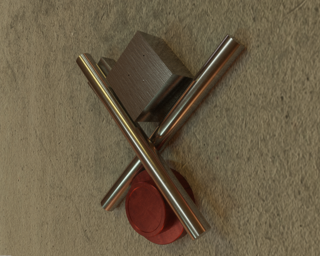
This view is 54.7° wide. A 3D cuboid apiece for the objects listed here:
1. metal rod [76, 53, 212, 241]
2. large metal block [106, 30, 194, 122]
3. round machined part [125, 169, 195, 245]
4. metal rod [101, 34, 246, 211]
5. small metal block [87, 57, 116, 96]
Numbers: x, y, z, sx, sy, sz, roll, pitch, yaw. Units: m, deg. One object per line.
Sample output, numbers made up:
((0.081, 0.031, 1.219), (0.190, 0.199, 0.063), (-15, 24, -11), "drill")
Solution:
((-0.034, 0.006, 0.399), (0.025, 0.025, 0.300), (-51, 61, 28), "metal rod")
((-0.014, -0.064, 0.401), (0.080, 0.050, 0.080), (-49, 61, 28), "large metal block")
((-0.006, 0.101, 0.398), (0.098, 0.042, 0.097), (0, 90, 39), "round machined part")
((0.002, 0.010, 0.405), (0.025, 0.025, 0.298), (52, 120, 27), "metal rod")
((-0.078, -0.071, 0.470), (0.050, 0.025, 0.050), (50, 119, 28), "small metal block")
